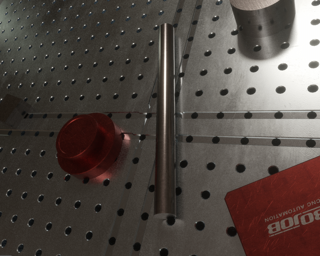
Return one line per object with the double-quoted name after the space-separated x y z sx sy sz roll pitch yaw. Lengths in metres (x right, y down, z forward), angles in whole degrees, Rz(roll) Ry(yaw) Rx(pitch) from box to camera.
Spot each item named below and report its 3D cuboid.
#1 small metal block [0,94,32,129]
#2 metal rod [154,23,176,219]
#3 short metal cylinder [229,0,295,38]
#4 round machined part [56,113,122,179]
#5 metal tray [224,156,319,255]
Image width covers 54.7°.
-0.272 -0.031 0.567 0.050 0.025 0.050 17 71 34 "small metal block"
0.008 -0.030 0.421 0.025 0.025 0.299 -12 56 21 "metal rod"
0.140 -0.171 0.423 0.080 0.050 0.080 -13 56 20 "short metal cylinder"
-0.107 0.019 0.440 0.098 0.042 0.098 -13 56 20 "round machined part"
0.137 0.081 0.283 0.130 0.030 0.090 -25 53 12 "metal tray"
